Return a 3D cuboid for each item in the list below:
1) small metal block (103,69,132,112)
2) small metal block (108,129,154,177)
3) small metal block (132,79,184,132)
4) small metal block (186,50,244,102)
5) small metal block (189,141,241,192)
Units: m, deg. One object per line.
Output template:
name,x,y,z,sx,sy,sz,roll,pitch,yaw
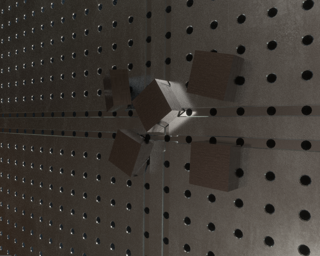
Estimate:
small metal block,-0.062,-0.052,0.444,0.050,0.025,0.050,158,106,-68
small metal block,-0.042,0.035,0.442,0.050,0.025,0.050,30,108,35
small metal block,-0.004,-0.029,0.411,0.050,0.025,0.050,-40,66,32
small metal block,0.063,-0.060,0.356,0.050,0.025,0.050,19,102,38
small metal block,0.063,0.042,0.356,0.050,0.025,0.050,5,93,39
